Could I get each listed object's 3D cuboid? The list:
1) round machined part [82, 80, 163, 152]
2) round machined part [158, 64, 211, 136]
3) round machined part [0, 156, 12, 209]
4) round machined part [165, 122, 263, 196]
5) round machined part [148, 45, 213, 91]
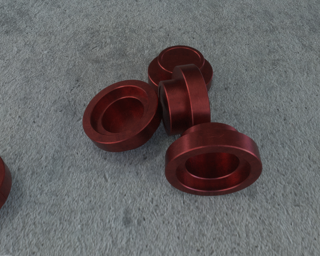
[{"bbox_3d":[-0.043,-0.011,0.389,0.098,0.042,0.098,-11,52,14],"label":"round machined part"},{"bbox_3d":[0.025,-0.027,0.378,0.042,0.097,0.098,-10,51,-8],"label":"round machined part"},{"bbox_3d":[-0.210,0.070,0.332,0.099,0.042,0.098,0,50,0],"label":"round machined part"},{"bbox_3d":[0.055,0.031,0.330,0.099,0.097,0.042,1,50,1],"label":"round machined part"},{"bbox_3d":[0.031,-0.088,0.466,0.099,0.042,0.098,0,50,0],"label":"round machined part"}]
